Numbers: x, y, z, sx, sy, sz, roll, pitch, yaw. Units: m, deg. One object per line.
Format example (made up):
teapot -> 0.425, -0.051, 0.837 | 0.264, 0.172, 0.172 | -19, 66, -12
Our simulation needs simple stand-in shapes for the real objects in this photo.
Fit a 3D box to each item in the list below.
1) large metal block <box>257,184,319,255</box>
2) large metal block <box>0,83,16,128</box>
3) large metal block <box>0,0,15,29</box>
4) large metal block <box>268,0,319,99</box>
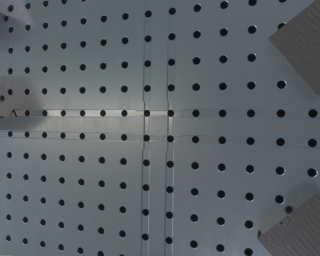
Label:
large metal block -> 0.167, 0.122, 0.340 | 0.080, 0.050, 0.080 | -45, 76, 14
large metal block -> -0.291, -0.041, 0.487 | 0.050, 0.080, 0.080 | -32, 80, 17
large metal block -> -0.299, -0.198, 0.506 | 0.080, 0.050, 0.080 | -28, 81, 18
large metal block -> 0.177, -0.088, 0.337 | 0.080, 0.050, 0.080 | -39, 78, 16
